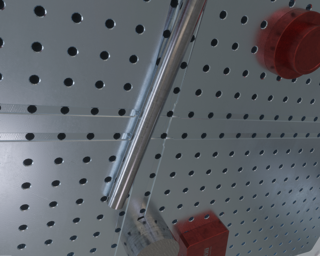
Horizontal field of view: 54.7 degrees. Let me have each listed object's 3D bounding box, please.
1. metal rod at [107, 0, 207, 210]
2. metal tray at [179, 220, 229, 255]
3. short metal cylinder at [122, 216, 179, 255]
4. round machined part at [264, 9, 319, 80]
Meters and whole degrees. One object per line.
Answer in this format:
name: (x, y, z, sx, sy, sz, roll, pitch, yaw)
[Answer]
metal rod: (-0.011, -0.021, 0.392, 0.025, 0.025, 0.298, 9, 114, -32)
metal tray: (0.084, 0.247, 0.607, 0.091, 0.030, 0.129, -14, 124, -21)
short metal cylinder: (-0.016, 0.192, 0.506, 0.081, 0.050, 0.079, -14, 124, -21)
round machined part: (0.202, -0.115, 0.440, 0.099, 0.042, 0.097, -14, 124, -21)
